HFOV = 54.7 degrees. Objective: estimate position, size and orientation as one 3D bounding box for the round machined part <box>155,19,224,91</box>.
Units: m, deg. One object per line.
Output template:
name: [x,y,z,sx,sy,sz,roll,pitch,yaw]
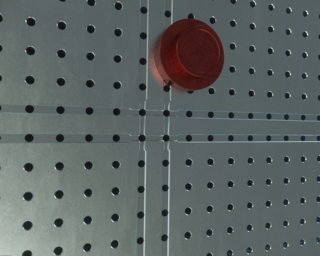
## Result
round machined part: [0.046,-0.100,0.422,0.099,0.042,0.097,0,90,-21]
